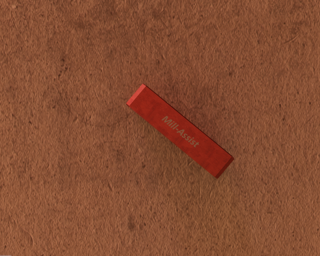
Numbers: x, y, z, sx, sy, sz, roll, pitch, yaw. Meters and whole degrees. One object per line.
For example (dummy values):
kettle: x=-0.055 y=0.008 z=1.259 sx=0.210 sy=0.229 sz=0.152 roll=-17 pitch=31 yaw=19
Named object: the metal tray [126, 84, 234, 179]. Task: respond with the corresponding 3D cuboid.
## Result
metal tray: x=0.022 y=0.003 z=0.379 sx=0.130 sy=0.090 sz=0.030 roll=39 pitch=90 yaw=-1
